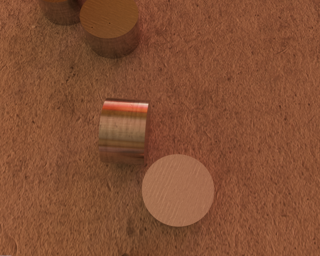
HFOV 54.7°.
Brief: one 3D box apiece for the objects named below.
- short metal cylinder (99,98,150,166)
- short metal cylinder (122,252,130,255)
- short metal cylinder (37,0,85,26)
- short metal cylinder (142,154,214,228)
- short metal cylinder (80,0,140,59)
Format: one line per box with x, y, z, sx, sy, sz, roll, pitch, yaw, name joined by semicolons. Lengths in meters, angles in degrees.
-0.040;0.004;0.377;0.050;0.080;0.080;4;70;1;short metal cylinder
-0.042;0.177;0.314;0.050;0.080;0.080;37;74;12;short metal cylinder
-0.147;-0.204;0.468;0.081;0.050;0.080;0;70;0;short metal cylinder
0.020;0.076;0.367;0.081;0.050;0.080;0;70;0;short metal cylinder
-0.070;-0.148;0.448;0.081;0.050;0.080;0;70;0;short metal cylinder
